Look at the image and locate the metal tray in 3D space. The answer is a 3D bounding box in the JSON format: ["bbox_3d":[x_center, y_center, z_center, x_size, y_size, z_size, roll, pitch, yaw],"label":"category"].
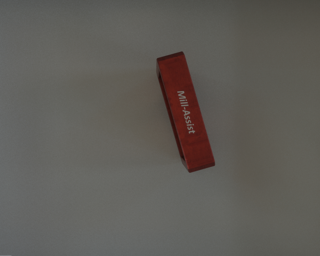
[{"bbox_3d":[0.028,-0.017,0.376,0.030,0.090,0.129,-16,90,-1],"label":"metal tray"}]
